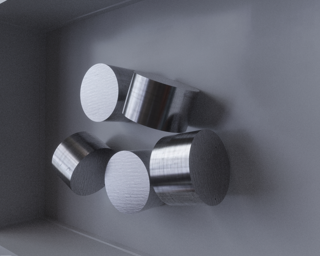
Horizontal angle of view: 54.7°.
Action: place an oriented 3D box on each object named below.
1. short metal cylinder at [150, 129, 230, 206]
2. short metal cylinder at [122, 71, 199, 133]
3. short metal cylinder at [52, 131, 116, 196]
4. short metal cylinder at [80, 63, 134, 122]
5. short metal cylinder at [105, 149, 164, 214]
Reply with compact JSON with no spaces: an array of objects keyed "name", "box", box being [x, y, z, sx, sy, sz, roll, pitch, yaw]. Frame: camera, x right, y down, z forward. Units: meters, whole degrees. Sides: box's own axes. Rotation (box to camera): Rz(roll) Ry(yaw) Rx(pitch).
[{"name":"short metal cylinder","box":[0.034,0.044,0.339,0.050,0.081,0.080,-12,83,39]},{"name":"short metal cylinder","box":[0.001,-0.032,0.368,0.080,0.081,0.050,27,107,36]},{"name":"short metal cylinder","box":[-0.109,0.052,0.455,0.050,0.081,0.079,34,111,34]},{"name":"short metal cylinder","box":[-0.068,-0.048,0.442,0.080,0.050,0.079,0,90,39]},{"name":"short metal cylinder","box":[-0.027,0.068,0.408,0.080,0.050,0.079,0,90,39]}]
